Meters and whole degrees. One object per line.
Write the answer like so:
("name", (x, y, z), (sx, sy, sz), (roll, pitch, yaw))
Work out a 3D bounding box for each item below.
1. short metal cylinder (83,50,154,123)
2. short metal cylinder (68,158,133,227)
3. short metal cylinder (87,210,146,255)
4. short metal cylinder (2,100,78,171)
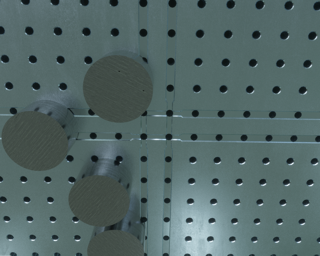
("short metal cylinder", (-0.048, -0.052, 0.380), (0.081, 0.050, 0.079), (0, 110, 0))
("short metal cylinder", (-0.080, 0.089, 0.432), (0.081, 0.050, 0.079), (0, 110, 0))
("short metal cylinder", (-0.063, 0.168, 0.461), (0.081, 0.050, 0.079), (0, 110, 0))
("short metal cylinder", (-0.153, 0.009, 0.402), (0.081, 0.050, 0.079), (0, 110, 0))
